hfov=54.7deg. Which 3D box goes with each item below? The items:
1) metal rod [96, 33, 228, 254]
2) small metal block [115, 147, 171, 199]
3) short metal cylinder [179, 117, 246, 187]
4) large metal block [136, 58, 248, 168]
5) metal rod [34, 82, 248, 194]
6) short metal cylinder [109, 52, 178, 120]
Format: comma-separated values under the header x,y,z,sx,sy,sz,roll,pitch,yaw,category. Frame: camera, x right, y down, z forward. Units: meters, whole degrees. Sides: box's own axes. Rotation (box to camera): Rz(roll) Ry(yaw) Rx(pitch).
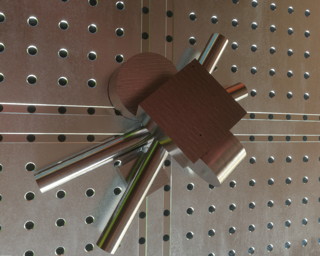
x,y,z,sx,sy,sz,roll,pitch,yaw,category
0.008,0.011,0.386,0.025,0.025,0.300,32,79,-17,metal rod
-0.023,0.059,0.401,0.050,0.025,0.050,-30,100,-18,small metal block
0.064,0.031,0.404,0.050,0.080,0.080,-45,104,-13,short metal cylinder
0.032,-0.014,0.340,0.080,0.050,0.080,-41,86,-15,large metal block
-0.010,0.005,0.405,0.302,0.025,0.025,-25,99,-19,metal rod
-0.020,-0.050,0.388,0.081,0.050,0.079,0,90,-20,short metal cylinder
